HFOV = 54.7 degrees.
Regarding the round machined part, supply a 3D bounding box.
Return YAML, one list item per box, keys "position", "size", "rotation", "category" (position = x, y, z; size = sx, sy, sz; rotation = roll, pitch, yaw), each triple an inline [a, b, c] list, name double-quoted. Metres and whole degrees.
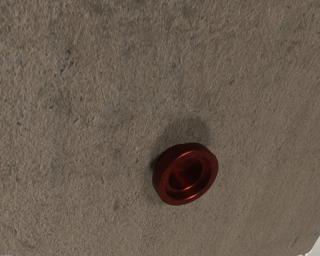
- position: [0.033, 0.062, 0.455]
  size: [0.099, 0.042, 0.097]
  rotation: [-14, 125, -21]
  category: "round machined part"
